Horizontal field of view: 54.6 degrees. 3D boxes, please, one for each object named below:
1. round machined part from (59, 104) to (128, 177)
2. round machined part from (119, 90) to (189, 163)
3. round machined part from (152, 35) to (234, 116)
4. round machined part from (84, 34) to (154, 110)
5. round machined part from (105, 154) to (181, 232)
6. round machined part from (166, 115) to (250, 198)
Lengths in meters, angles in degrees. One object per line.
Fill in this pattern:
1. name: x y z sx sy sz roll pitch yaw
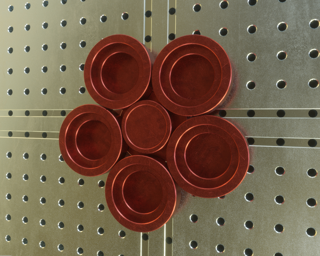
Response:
1. round machined part: -0.088 0.016 0.435 0.098 0.042 0.097 0 90 20
2. round machined part: -0.011 -0.001 0.407 0.098 0.042 0.097 0 90 20
3. round machined part: 0.043 -0.063 0.388 0.098 0.042 0.097 0 90 20
4. round machined part: -0.050 -0.073 0.421 0.098 0.042 0.097 0 90 20
5. round machined part: -0.019 0.083 0.410 0.098 0.042 0.097 0 90 20
6. round machined part: 0.061 0.033 0.382 0.098 0.042 0.097 0 90 20
